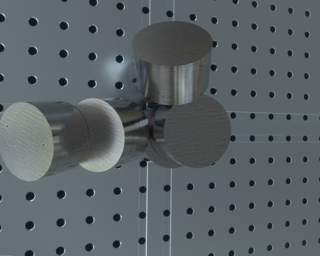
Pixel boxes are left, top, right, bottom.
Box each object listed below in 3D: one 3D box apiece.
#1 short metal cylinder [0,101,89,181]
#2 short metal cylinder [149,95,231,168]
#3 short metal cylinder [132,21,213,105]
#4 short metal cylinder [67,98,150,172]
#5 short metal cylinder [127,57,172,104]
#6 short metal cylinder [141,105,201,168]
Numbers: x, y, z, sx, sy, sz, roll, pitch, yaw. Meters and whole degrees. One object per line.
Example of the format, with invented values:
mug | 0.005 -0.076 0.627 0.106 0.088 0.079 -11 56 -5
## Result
short metal cylinder | -0.124 0.011 0.331 0.050 0.080 0.079 -12 96 -62
short metal cylinder | 0.033 0.003 0.356 0.081 0.050 0.079 0 90 -20
short metal cylinder | 0.013 -0.070 0.327 0.081 0.080 0.050 -25 142 -18
short metal cylinder | -0.059 0.006 0.354 0.050 0.080 0.079 -11 95 -61
short metal cylinder | 0.002 -0.071 0.399 0.081 0.050 0.079 0 90 -20
short metal cylinder | 0.007 0.009 0.401 0.081 0.050 0.079 0 90 -20
